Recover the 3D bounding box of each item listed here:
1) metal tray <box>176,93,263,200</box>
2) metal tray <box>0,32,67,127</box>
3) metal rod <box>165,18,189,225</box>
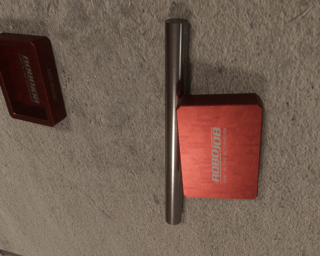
[{"bbox_3d":[0.070,0.025,0.367,0.090,0.030,0.129,-1,119,11],"label":"metal tray"},{"bbox_3d":[-0.196,-0.070,0.460,0.090,0.030,0.129,11,123,22],"label":"metal tray"},{"bbox_3d":[0.019,0.014,0.404,0.025,0.025,0.298,13,124,21],"label":"metal rod"}]
